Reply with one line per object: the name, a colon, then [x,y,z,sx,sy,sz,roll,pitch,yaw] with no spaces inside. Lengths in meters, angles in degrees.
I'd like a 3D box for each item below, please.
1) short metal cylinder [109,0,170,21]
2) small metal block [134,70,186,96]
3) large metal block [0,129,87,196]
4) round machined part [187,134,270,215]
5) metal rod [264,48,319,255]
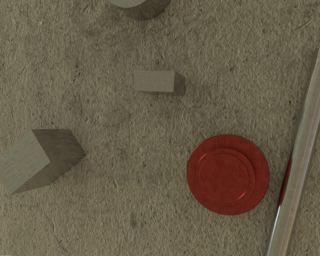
short metal cylinder: [-0.029,-0.188,0.405,0.080,0.050,0.079,0,90,19]
small metal block: [0.001,-0.056,0.394,0.050,0.050,0.025,4,92,19]
large metal block: [-0.167,0.045,0.437,0.080,0.080,0.050,-38,78,16]
round machined part: [0.080,0.056,0.372,0.098,0.042,0.097,0,90,19]
metal rod: [0.154,0.059,0.354,0.025,0.025,0.298,14,94,19]
